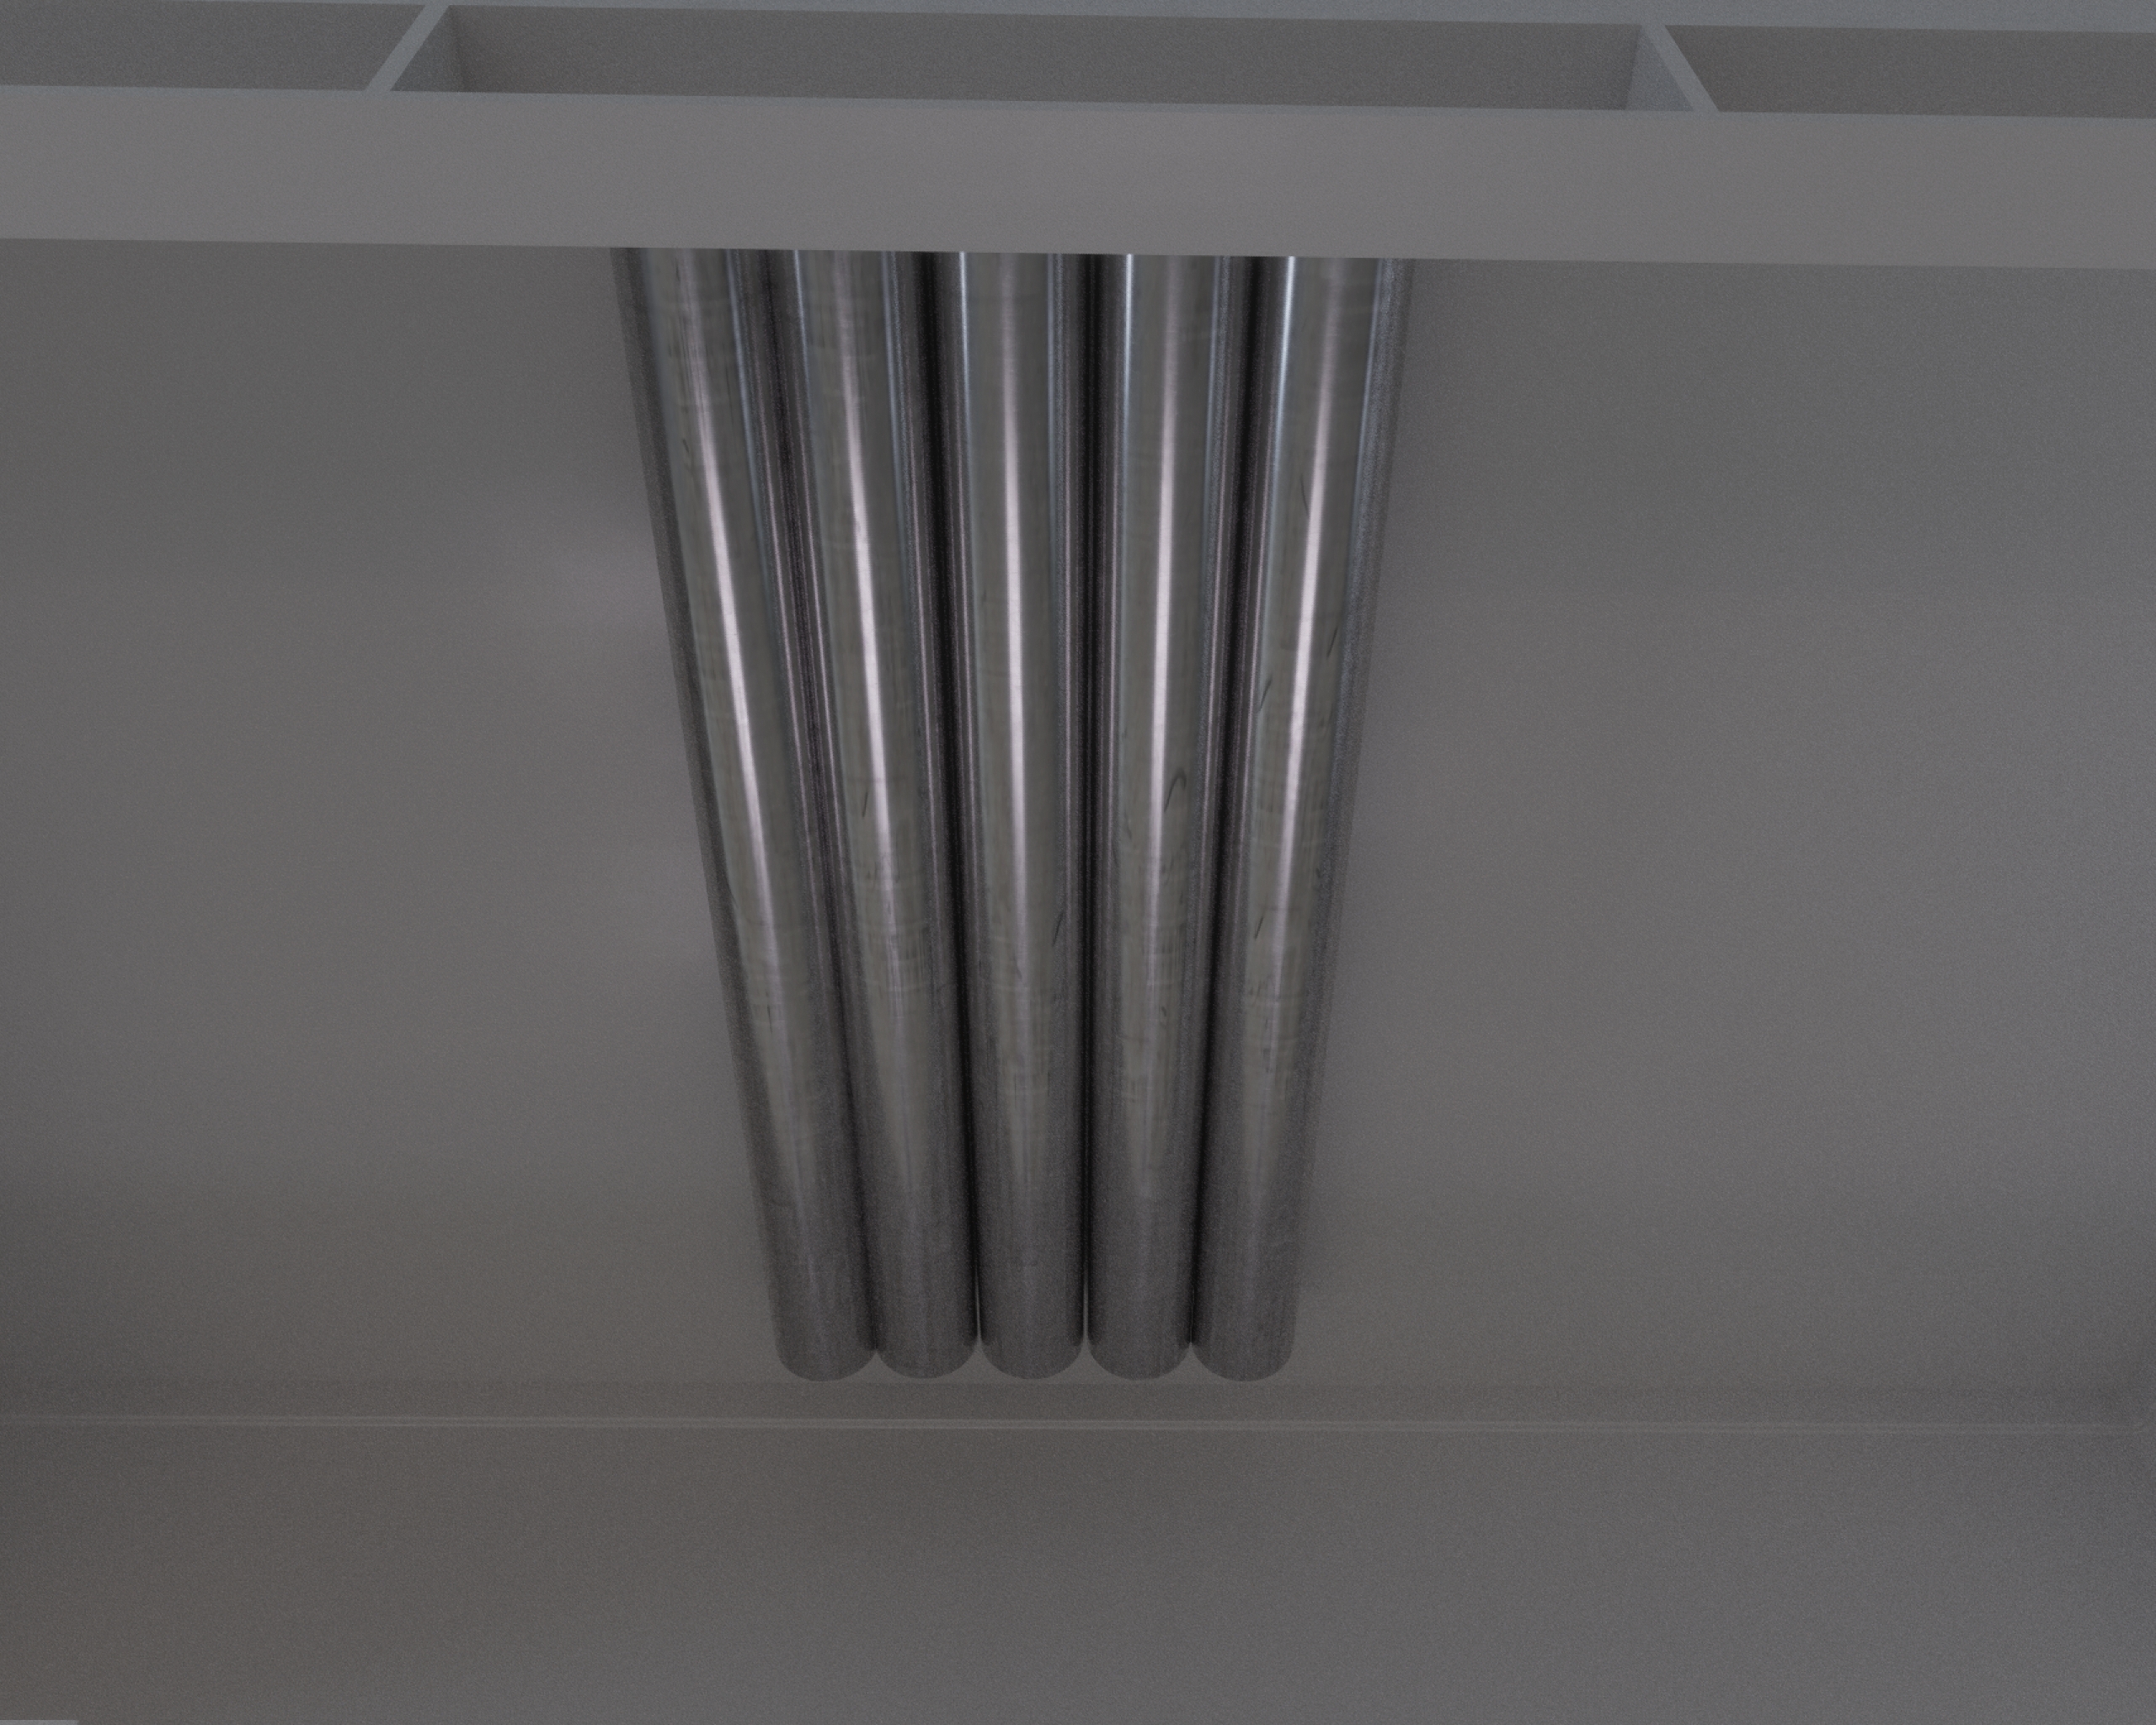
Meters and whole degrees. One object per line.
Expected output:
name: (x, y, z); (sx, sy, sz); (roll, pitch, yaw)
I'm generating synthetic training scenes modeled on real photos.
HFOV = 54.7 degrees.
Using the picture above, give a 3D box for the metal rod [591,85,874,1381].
metal rod: (-0.060, 0.002, 0.408); (0.025, 0.025, 0.298); (0, 130, 0)

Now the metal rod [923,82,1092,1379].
metal rod: (-0.011, 0.001, 0.408); (0.025, 0.025, 0.298); (0, 130, 0)

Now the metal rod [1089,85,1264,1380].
metal rod: (0.015, 0.002, 0.409); (0.025, 0.025, 0.298); (0, 130, 0)

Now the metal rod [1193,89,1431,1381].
metal rod: (0.040, 0.002, 0.409); (0.025, 0.025, 0.298); (0, 130, 0)

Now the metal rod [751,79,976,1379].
metal rod: (-0.036, 0.001, 0.408); (0.025, 0.025, 0.298); (0, 130, 0)
